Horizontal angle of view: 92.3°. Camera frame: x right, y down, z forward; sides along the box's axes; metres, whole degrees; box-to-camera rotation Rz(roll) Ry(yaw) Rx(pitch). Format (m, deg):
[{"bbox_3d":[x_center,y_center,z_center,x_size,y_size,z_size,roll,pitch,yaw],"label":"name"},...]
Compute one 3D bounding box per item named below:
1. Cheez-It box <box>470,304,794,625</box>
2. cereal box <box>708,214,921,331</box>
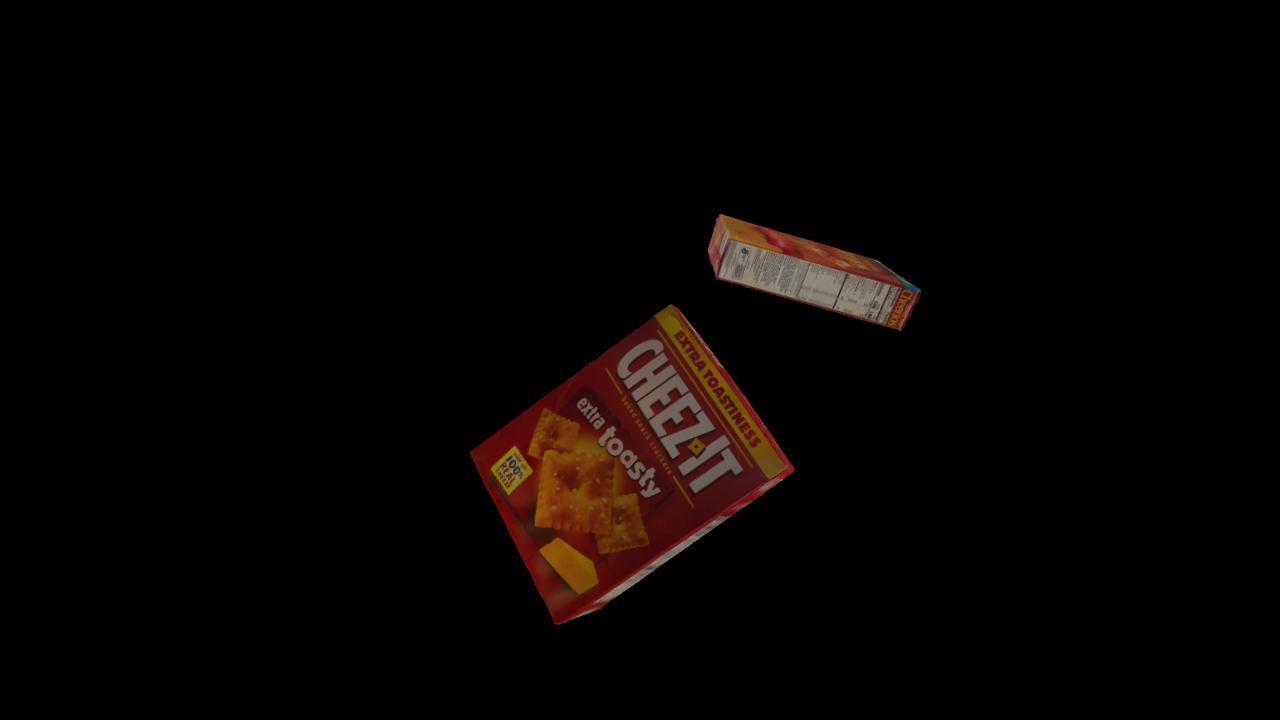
[{"bbox_3d":[-0.010,0.086,0.516,0.223,0.166,0.071,-36,-21,7],"label":"Cheez-It box"},{"bbox_3d":[0.270,-0.150,1.008,0.306,0.081,0.203,15,22,-3],"label":"cereal box"}]
